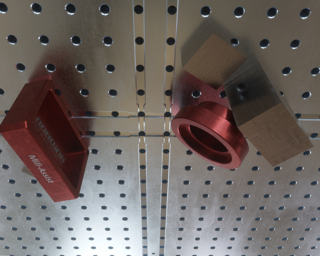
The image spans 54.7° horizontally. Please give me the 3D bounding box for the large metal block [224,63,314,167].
[{"bbox_3d":[0.125,-0.015,0.364,0.050,0.080,0.080,-34,123,23],"label":"large metal block"}]

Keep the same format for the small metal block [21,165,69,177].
[{"bbox_3d":[-0.165,0.052,0.454,0.050,0.025,0.050,33,122,-26],"label":"small metal block"}]

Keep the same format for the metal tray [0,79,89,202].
[{"bbox_3d":[-0.133,0.017,0.381,0.030,0.090,0.129,-11,130,9],"label":"metal tray"}]

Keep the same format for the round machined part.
[{"bbox_3d":[0.066,0.005,0.383,0.098,0.042,0.098,33,160,14],"label":"round machined part"}]

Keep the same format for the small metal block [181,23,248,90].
[{"bbox_3d":[0.060,-0.078,0.346,0.050,0.025,0.050,28,124,-23],"label":"small metal block"}]
